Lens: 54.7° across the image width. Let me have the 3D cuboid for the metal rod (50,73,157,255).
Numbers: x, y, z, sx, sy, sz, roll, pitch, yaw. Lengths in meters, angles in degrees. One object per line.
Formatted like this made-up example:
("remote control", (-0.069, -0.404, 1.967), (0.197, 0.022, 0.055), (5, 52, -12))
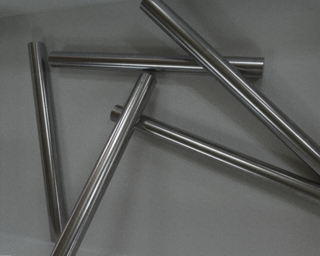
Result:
("metal rod", (-0.073, 0.064, 0.368), (0.025, 0.025, 0.300), (17, 71, 19))

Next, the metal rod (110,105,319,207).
("metal rod", (0.070, 0.032, 0.385), (0.301, 0.025, 0.025), (22, 97, 18))

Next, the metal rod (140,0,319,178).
("metal rod", (0.091, -0.047, 0.356), (0.300, 0.025, 0.025), (45, 104, 6))

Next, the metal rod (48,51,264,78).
("metal rod", (-0.019, -0.087, 0.416), (0.301, 0.025, 0.025), (7, 92, 19))

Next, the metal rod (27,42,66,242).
("metal rod", (-0.170, 0.019, 0.470), (0.025, 0.025, 0.298), (-9, 87, 20))
